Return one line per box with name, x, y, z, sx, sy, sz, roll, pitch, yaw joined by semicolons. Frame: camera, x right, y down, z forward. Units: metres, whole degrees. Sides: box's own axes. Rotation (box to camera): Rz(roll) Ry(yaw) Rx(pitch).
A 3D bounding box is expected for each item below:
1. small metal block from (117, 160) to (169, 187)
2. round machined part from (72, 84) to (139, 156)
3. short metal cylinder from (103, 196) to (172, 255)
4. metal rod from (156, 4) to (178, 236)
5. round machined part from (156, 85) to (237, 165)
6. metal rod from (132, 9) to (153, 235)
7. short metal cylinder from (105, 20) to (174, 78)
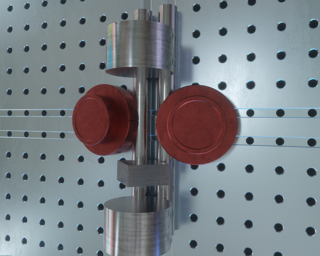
small metal block;-0.022;0.055;0.382;0.050;0.050;0.025;1;90;-22
round machined part;-0.080;-0.011;0.418;0.098;0.042;0.097;0;90;34
short metal cylinder;-0.026;0.115;0.370;0.080;0.080;0.050;1;91;20
metal rod;0.009;-0.009;0.409;0.025;0.025;0.298;1;90;20
round machined part;0.044;-0.004;0.374;0.099;0.042;0.097;0;90;5
metal rod;-0.025;-0.008;0.420;0.025;0.025;0.298;1;90;20
short metal cylinder;-0.024;-0.090;0.368;0.080;0.080;0.050;1;91;20
